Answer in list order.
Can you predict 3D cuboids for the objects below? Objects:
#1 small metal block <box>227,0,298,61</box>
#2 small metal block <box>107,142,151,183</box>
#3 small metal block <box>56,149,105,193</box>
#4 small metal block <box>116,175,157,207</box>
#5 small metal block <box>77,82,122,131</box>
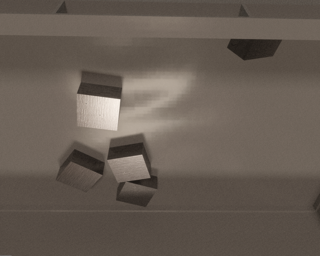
[{"bbox_3d":[0.102,-0.098,0.311,0.050,0.025,0.050,-16,141,-36],"label":"small metal block"},{"bbox_3d":[-0.044,0.051,0.452,0.050,0.025,0.050,-10,130,7],"label":"small metal block"},{"bbox_3d":[-0.119,0.065,0.463,0.050,0.025,0.050,29,124,-23],"label":"small metal block"},{"bbox_3d":[-0.037,0.096,0.490,0.050,0.025,0.050,17,128,-15],"label":"small metal block"},{"bbox_3d":[-0.075,-0.026,0.386,0.050,0.025,0.050,7,130,-7],"label":"small metal block"}]
